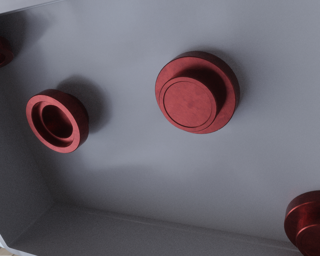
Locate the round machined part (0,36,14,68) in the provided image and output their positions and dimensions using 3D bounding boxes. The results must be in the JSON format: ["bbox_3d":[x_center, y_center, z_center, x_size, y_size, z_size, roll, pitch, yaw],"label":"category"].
[{"bbox_3d":[-0.265,-0.112,0.436,0.098,0.099,0.042,-19,88,35],"label":"round machined part"}]

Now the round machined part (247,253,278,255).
[{"bbox_3d":[0.163,0.237,0.461,0.098,0.042,0.097,13,124,21],"label":"round machined part"}]

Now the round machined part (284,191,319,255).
[{"bbox_3d":[0.201,0.126,0.370,0.098,0.042,0.097,13,124,21],"label":"round machined part"}]

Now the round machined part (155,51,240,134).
[{"bbox_3d":[0.038,-0.035,0.356,0.098,0.042,0.097,13,124,21],"label":"round machined part"}]

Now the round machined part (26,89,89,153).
[{"bbox_3d":[-0.148,-0.014,0.467,0.098,0.042,0.097,13,124,21],"label":"round machined part"}]
